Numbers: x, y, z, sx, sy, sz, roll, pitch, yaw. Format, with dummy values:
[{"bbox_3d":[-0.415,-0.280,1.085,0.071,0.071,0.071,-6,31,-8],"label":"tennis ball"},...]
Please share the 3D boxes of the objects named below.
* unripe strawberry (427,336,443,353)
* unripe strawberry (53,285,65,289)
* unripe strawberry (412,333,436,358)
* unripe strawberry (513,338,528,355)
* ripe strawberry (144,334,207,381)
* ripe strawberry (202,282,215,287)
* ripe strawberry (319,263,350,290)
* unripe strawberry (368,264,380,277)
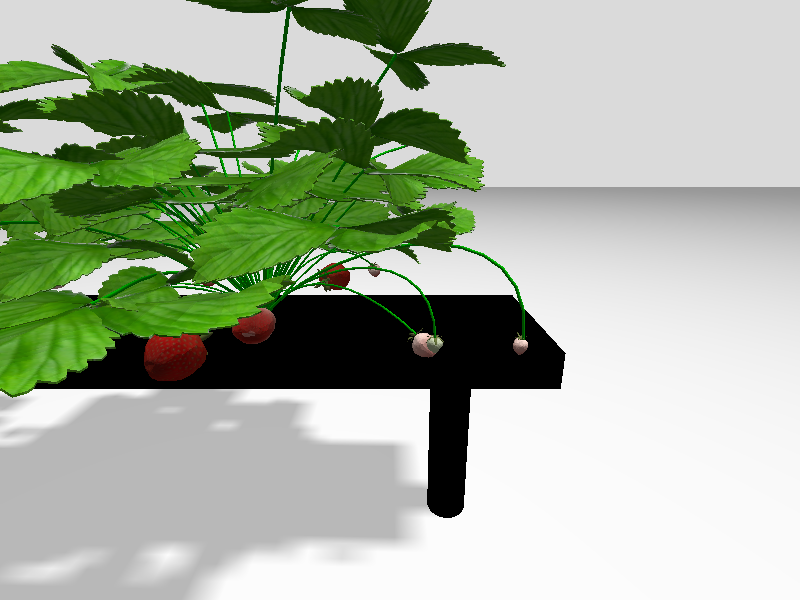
[{"bbox_3d":[0.024,0.031,0.281,0.011,0.011,0.011,11,21,30],"label":"unripe strawberry"},{"bbox_3d":[-0.396,-0.028,0.457,0.030,0.032,0.028,-6,15,21],"label":"unripe strawberry"},{"bbox_3d":[0.018,0.033,0.290,0.017,0.019,0.019,-48,-12,33],"label":"unripe strawberry"},{"bbox_3d":[0.084,0.032,0.280,0.010,0.012,0.012,8,19,23],"label":"unripe strawberry"},{"bbox_3d":[-0.145,0.036,0.255,0.034,0.036,0.037,3,19,9],"label":"ripe strawberry"},{"bbox_3d":[-0.223,-0.021,0.465,0.015,0.013,0.015,-17,-19,-42],"label":"ripe strawberry"},{"bbox_3d":[-0.072,-0.027,0.451,0.036,0.031,0.036,11,20,30],"label":"ripe strawberry"},{"bbox_3d":[-0.032,-0.038,0.516,0.016,0.016,0.017,10,-36,30],"label":"unripe strawberry"}]
